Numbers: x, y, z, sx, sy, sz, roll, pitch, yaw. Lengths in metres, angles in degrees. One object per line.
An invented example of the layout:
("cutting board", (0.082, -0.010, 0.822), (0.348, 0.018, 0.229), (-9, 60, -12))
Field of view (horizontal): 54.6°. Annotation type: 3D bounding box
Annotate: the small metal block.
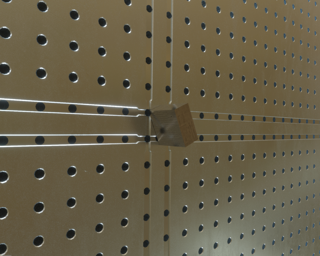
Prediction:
("small metal block", (0.017, -0.004, 0.406), (0.025, 0.050, 0.050), (-28, 108, -36))
